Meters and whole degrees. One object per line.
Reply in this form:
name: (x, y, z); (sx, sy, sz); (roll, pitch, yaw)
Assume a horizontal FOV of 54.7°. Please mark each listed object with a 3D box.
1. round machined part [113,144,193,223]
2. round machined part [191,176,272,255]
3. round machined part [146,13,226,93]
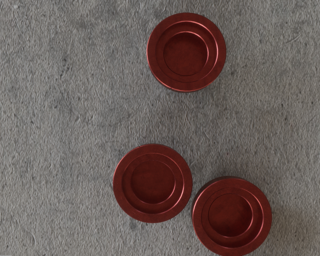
round machined part: (-0.009, 0.068, 0.401); (0.099, 0.042, 0.097); (0, 90, 0)
round machined part: (0.089, 0.111, 0.402); (0.099, 0.042, 0.097); (0, 90, 0)
round machined part: (0.033, -0.094, 0.401); (0.099, 0.042, 0.097); (0, 90, 0)
